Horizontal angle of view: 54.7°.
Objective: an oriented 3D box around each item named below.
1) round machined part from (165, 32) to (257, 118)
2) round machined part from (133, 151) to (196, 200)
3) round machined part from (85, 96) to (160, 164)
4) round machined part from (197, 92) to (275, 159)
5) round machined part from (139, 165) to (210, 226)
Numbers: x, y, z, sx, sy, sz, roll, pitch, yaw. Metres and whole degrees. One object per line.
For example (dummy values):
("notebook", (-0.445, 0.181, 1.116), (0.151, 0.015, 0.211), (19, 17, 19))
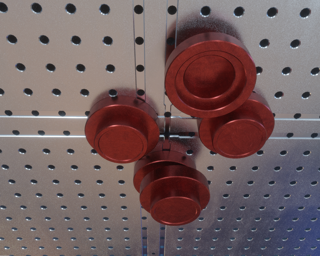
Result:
("round machined part", (0.054, -0.062, 0.349), (0.099, 0.042, 0.097), (0, 130, 0))
("round machined part", (0.009, 0.084, 0.472), (0.099, 0.042, 0.097), (-1, 131, 0))
("round machined part", (-0.049, 0.009, 0.408), (0.099, 0.042, 0.097), (-1, 130, 0))
("round machined part", (0.100, 0.002, 0.404), (0.099, 0.042, 0.097), (0, 130, 0))
("round machined part", (0.021, 0.100, 0.431), (0.099, 0.042, 0.097), (-1, 131, -1))
